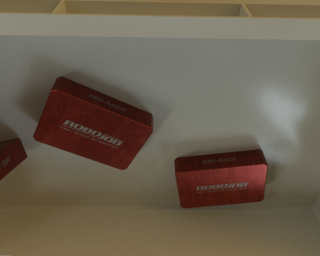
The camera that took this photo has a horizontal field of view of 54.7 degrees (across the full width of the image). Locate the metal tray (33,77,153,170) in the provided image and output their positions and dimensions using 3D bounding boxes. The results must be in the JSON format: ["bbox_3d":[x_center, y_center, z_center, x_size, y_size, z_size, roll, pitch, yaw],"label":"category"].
[{"bbox_3d":[-0.085,-0.001,0.404,0.131,0.030,0.089,22,127,-19],"label":"metal tray"}]

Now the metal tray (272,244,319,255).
[{"bbox_3d":[0.316,0.289,0.659,0.130,0.030,0.090,-21,128,16],"label":"metal tray"}]

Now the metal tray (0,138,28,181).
[{"bbox_3d":[-0.238,0.056,0.382,0.090,0.130,0.030,-12,107,8],"label":"metal tray"}]

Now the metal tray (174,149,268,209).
[{"bbox_3d":[0.092,0.080,0.476,0.131,0.030,0.089,-6,130,5],"label":"metal tray"}]
